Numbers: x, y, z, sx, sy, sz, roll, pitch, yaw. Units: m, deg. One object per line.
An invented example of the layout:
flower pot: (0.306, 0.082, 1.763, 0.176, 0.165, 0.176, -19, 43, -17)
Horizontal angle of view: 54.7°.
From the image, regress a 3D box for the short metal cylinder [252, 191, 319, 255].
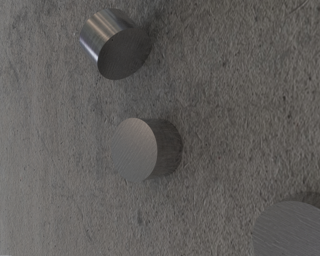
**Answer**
short metal cylinder: (0.132, 0.101, 0.279, 0.080, 0.050, 0.080, 0, 90, 40)

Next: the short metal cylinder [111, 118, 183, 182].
short metal cylinder: (-0.018, 0.027, 0.403, 0.080, 0.050, 0.080, 0, 90, 40)

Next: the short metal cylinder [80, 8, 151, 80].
short metal cylinder: (-0.060, -0.112, 0.419, 0.050, 0.081, 0.080, 50, 120, 28)
